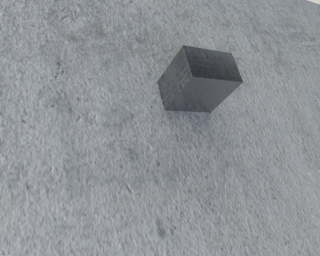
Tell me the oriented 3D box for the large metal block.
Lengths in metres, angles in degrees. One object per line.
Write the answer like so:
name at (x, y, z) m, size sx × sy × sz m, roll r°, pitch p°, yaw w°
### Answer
large metal block at (0.054, -0.065, 0.436) m, size 0.081 × 0.080 × 0.050 m, roll 1°, pitch 61°, yaw -28°
